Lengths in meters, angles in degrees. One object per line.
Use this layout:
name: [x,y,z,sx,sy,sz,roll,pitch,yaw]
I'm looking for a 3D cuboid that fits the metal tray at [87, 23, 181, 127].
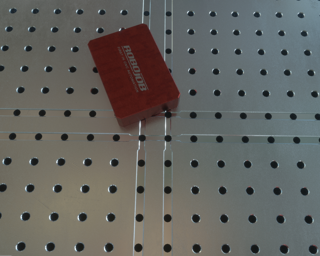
metal tray: [-0.038,-0.077,0.437,0.091,0.030,0.130,-21,72,-8]
